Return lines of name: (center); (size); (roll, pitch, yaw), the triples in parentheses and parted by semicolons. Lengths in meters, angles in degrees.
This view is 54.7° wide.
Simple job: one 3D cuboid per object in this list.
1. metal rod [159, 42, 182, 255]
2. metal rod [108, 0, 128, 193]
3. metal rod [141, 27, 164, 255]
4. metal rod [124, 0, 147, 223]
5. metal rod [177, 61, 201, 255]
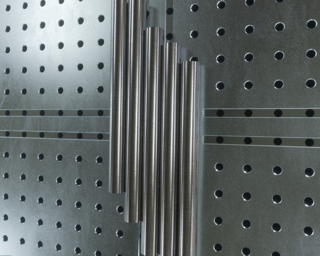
metal rod: (0.013, 0.040, 0.406); (0.025, 0.025, 0.298); (1, 90, 19)
metal rod: (-0.057, -0.060, 0.431); (0.025, 0.025, 0.298); (1, 90, 19)
metal rod: (-0.010, 0.018, 0.414); (0.025, 0.025, 0.298); (1, 90, 19)
metal rod: (-0.033, -0.023, 0.422); (0.025, 0.025, 0.298); (1, 90, 19)
metal rod: (0.037, 0.066, 0.398); (0.025, 0.025, 0.298); (1, 90, 19)
